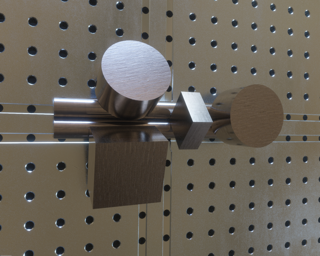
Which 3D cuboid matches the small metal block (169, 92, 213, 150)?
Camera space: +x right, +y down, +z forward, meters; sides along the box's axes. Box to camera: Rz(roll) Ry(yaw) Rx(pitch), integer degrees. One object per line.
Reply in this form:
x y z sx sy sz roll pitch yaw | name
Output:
0.036 -0.009 0.379 0.025 0.050 0.050 1 48 -20 | small metal block

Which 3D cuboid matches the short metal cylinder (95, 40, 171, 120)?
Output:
-0.033 -0.056 0.368 0.081 0.050 0.080 8 63 -17 | short metal cylinder

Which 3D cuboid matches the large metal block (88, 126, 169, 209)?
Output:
-0.041 0.044 0.366 0.081 0.050 0.079 -1 111 -20 | large metal block

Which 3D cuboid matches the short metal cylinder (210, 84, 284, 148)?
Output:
0.114 -0.015 0.411 0.081 0.050 0.079 0 90 -20 | short metal cylinder

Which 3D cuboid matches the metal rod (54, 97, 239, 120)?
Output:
0.017 -0.023 0.416 0.303 0.025 0.025 1 90 -20 | metal rod

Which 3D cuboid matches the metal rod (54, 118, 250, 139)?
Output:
0.017 0.002 0.416 0.303 0.025 0.025 1 90 -20 | metal rod
